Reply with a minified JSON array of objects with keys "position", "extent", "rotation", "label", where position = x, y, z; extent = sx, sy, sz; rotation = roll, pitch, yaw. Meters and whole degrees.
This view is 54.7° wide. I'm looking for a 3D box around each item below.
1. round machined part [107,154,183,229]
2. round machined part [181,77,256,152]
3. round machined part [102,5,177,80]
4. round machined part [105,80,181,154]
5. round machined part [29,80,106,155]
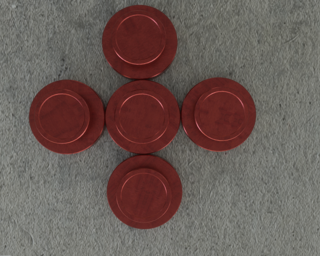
[{"position":[-0.020,0.083,0.402],"extent":[0.099,0.042,0.097],"rotation":[0,90,-1],"label":"round machined part"},{"position":[0.077,-0.018,0.404],"extent":[0.099,0.042,0.097],"rotation":[0,90,-1],"label":"round machined part"},{"position":[-0.027,-0.112,0.402],"extent":[0.099,0.042,0.097],"rotation":[0,90,-1],"label":"round machined part"},{"position":[-0.022,-0.014,0.402],"extent":[0.099,0.042,0.097],"rotation":[0,90,-1],"label":"round machined part"},{"position":[-0.121,-0.014,0.401],"extent":[0.099,0.042,0.097],"rotation":[0,90,-1],"label":"round machined part"}]
